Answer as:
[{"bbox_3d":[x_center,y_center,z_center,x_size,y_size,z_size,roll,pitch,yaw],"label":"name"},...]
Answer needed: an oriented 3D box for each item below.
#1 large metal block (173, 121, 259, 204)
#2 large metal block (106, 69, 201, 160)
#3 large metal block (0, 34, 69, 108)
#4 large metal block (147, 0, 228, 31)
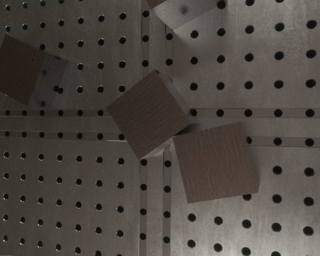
[{"bbox_3d":[0.069,0.040,0.375,0.080,0.050,0.080,-14,85,19],"label":"large metal block"},{"bbox_3d":[-0.008,-0.016,0.401,0.080,0.050,0.080,-36,79,16],"label":"large metal block"},{"bbox_3d":[-0.198,-0.084,0.467,0.080,0.050,0.080,26,98,17],"label":"large metal block"},{"bbox_3d":[0.029,-0.170,0.373,0.080,0.080,0.050,-24,82,18],"label":"large metal block"}]
